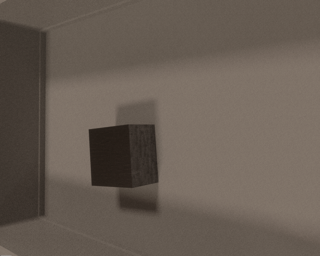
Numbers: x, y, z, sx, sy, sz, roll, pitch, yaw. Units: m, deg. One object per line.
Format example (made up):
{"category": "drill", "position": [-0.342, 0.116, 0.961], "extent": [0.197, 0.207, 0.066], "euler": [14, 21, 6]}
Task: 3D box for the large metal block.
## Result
{"category": "large metal block", "position": [-0.052, 0.038, 0.431], "extent": [0.080, 0.050, 0.080], "euler": [-6, 86, 39]}
